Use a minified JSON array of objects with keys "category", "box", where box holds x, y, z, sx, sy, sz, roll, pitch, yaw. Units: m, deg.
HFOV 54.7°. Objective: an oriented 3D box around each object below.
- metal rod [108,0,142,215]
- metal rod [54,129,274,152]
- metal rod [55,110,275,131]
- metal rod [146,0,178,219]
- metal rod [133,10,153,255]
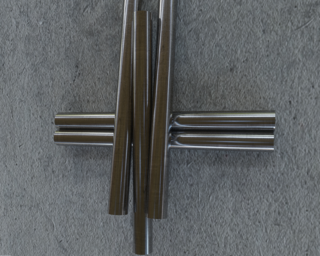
[{"category":"metal rod","box":[-0.044,-0.042,0.402,0.025,0.025,0.298,0,82,19]},{"category":"metal rod","box":[-0.008,0.015,0.413,0.301,0.025,0.025,0,90,19]},{"category":"metal rod","box":[-0.007,-0.010,0.413,0.301,0.025,0.025,0,90,19]},{"category":"metal rod","box":[0.004,-0.042,0.385,0.025,0.025,0.298,0,82,19]},{"category":"metal rod","box":[-0.022,0.005,0.390,0.025,0.025,0.298,0,90,19]}]
